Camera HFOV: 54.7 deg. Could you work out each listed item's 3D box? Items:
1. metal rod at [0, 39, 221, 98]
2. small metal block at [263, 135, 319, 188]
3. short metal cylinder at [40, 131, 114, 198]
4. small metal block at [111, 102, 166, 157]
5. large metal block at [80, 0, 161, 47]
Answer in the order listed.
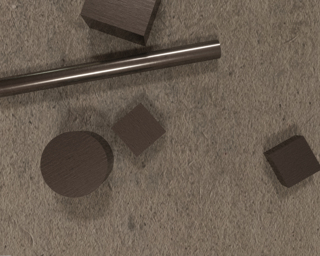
[{"bbox_3d":[-0.071,-0.078,0.408,0.302,0.025,0.025,-10,90,-1],"label":"metal rod"},{"bbox_3d":[0.176,0.044,0.412,0.050,0.025,0.050,-30,90,-1],"label":"small metal block"},{"bbox_3d":[-0.103,0.044,0.396,0.081,0.050,0.079,0,90,-1],"label":"short metal cylinder"},{"bbox_3d":[-0.027,0.002,0.410,0.050,0.025,0.050,-41,91,0],"label":"small metal block"},{"bbox_3d":[-0.045,-0.161,0.397,0.080,0.050,0.080,19,90,-1],"label":"large metal block"}]
